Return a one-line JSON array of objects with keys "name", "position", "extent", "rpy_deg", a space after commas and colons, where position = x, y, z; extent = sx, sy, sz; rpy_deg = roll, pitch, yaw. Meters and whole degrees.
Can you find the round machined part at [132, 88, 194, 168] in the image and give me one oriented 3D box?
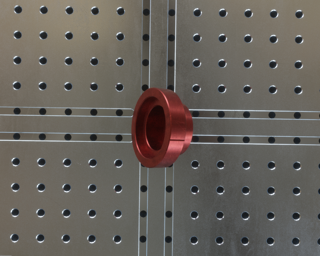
[{"name": "round machined part", "position": [0.005, 0.000, 0.386], "extent": [0.042, 0.098, 0.097], "rpy_deg": [3, 90, -31]}]
